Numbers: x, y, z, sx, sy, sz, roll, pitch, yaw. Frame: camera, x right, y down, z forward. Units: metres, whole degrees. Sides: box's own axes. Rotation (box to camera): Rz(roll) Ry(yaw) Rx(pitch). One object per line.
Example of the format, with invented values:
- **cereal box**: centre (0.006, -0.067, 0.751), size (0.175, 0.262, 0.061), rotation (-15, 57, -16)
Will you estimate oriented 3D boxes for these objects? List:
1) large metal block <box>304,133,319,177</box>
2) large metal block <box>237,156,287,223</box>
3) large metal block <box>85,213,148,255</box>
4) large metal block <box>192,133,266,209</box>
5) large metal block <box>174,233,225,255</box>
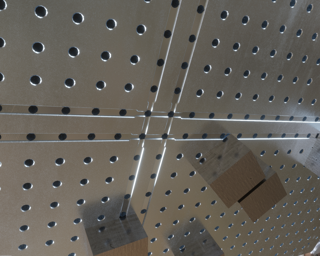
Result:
- **large metal block**: centre (0.341, 0.060, 0.598), size (0.050, 0.080, 0.079), rotation (-1, 119, -28)
- **large metal block**: centre (0.170, 0.110, 0.555), size (0.080, 0.050, 0.080), rotation (-40, 129, -1)
- **large metal block**: centre (-0.065, 0.188, 0.475), size (0.081, 0.050, 0.079), rotation (-12, 124, -22)
- **large metal block**: centre (0.112, 0.070, 0.498), size (0.080, 0.050, 0.080), rotation (-40, 129, -1)
- **large metal block**: centre (0.081, 0.265, 0.602), size (0.080, 0.050, 0.080), rotation (-26, 128, -12)
